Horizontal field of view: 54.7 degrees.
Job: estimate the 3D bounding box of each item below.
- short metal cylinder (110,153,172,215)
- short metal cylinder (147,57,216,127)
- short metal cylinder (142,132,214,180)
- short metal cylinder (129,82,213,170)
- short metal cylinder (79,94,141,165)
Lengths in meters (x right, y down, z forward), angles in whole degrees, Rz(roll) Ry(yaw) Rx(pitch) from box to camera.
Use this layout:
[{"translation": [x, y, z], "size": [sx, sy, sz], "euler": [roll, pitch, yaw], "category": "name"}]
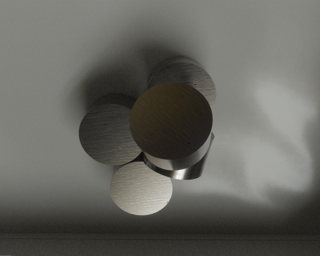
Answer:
[{"translation": [-0.024, 0.070, 0.421], "size": [0.081, 0.050, 0.079], "euler": [0, 110, -1], "category": "short metal cylinder"}, {"translation": [0.025, -0.044, 0.380], "size": [0.081, 0.050, 0.079], "euler": [0, 110, -1], "category": "short metal cylinder"}, {"translation": [0.022, 0.022, 0.390], "size": [0.081, 0.080, 0.050], "euler": [13, 110, -5], "category": "short metal cylinder"}, {"translation": [0.013, 0.000, 0.322], "size": [0.080, 0.050, 0.080], "euler": [-2, 70, 6], "category": "short metal cylinder"}, {"translation": [-0.057, 0.001, 0.395], "size": [0.081, 0.050, 0.079], "euler": [0, 110, -1], "category": "short metal cylinder"}]
